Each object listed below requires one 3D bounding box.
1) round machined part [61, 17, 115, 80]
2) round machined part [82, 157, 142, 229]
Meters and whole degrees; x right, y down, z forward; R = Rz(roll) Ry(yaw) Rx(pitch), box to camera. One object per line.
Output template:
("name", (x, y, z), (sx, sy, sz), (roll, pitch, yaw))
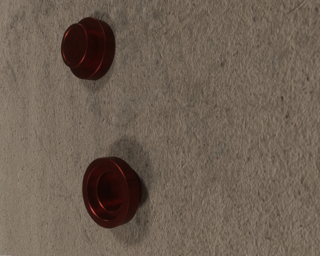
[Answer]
("round machined part", (-0.120, -0.126, 0.490), (0.098, 0.042, 0.097), (0, 90, 39))
("round machined part", (-0.064, 0.090, 0.445), (0.098, 0.042, 0.097), (0, 90, 39))
